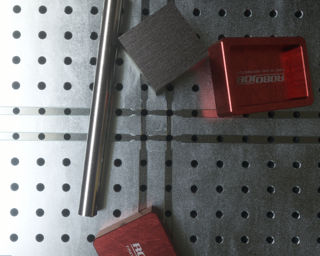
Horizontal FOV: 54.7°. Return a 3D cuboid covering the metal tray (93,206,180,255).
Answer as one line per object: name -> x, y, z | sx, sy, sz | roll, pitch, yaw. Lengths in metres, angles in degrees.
metal tray -> -0.019, 0.183, 0.411 | 0.090, 0.030, 0.129 | -26, 90, 0

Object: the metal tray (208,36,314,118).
metal tray -> 0.128, -0.065, 0.387 | 0.131, 0.030, 0.089 | -8, 90, -23

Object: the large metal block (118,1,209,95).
large metal block -> 0.005, -0.099, 0.401 | 0.080, 0.050, 0.080 | -35, 90, 0

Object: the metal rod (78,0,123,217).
metal rod -> -0.078, -0.034, 0.412 | 0.025, 0.025, 0.298 | 7, 90, 0
